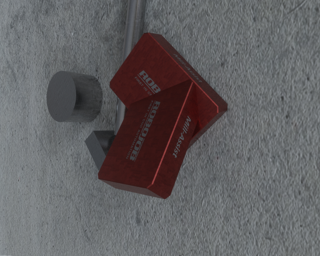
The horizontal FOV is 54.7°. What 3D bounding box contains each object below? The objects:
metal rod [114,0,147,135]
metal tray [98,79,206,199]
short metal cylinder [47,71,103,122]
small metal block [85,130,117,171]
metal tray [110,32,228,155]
[{"bbox_3d":[-0.036,-0.137,0.432,0.025,0.025,0.298,12,97,39],"label":"metal rod"},{"bbox_3d":[-0.009,0.009,0.354,0.090,0.030,0.130,0,59,44],"label":"metal tray"},{"bbox_3d":[-0.138,-0.049,0.500,0.080,0.050,0.079,0,90,39],"label":"short metal cylinder"},{"bbox_3d":[-0.072,0.031,0.446,0.025,0.050,0.050,-45,63,30],"label":"small metal block"},{"bbox_3d":[0.006,-0.040,0.379,0.130,0.030,0.090,50,120,15],"label":"metal tray"}]
